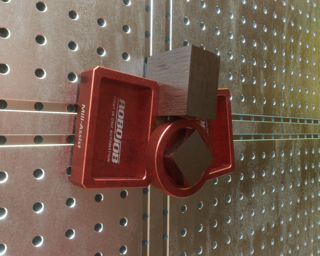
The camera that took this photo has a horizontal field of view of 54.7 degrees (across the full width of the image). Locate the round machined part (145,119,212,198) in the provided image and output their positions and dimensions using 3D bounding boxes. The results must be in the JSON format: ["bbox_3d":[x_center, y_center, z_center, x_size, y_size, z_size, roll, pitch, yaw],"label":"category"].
[{"bbox_3d":[0.019,0.037,0.397,0.099,0.042,0.097,0,90,-40],"label":"round machined part"}]

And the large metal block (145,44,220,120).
[{"bbox_3d":[0.025,-0.052,0.390,0.050,0.080,0.080,8,85,-40],"label":"large metal block"}]

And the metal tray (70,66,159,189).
[{"bbox_3d":[-0.049,0.003,0.359,0.091,0.030,0.129,8,85,-40],"label":"metal tray"}]

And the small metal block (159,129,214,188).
[{"bbox_3d":[0.033,0.036,0.377,0.050,0.025,0.050,-47,118,-30],"label":"small metal block"}]

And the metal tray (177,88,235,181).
[{"bbox_3d":[0.068,0.009,0.458,0.091,0.030,0.129,-9,96,-40],"label":"metal tray"}]
